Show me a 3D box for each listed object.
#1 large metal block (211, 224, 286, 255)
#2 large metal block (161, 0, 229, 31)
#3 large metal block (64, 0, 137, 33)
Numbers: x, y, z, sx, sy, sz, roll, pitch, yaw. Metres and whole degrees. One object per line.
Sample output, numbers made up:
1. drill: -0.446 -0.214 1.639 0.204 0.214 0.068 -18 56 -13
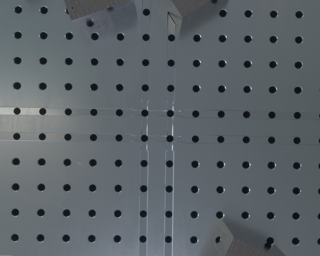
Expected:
1. large metal block: 0.110 0.185 0.402 0.080 0.050 0.080 24 90 0
2. large metal block: 0.040 -0.189 0.401 0.080 0.050 0.080 -32 90 0
3. large metal block: -0.083 -0.181 0.400 0.080 0.050 0.080 -19 90 0
